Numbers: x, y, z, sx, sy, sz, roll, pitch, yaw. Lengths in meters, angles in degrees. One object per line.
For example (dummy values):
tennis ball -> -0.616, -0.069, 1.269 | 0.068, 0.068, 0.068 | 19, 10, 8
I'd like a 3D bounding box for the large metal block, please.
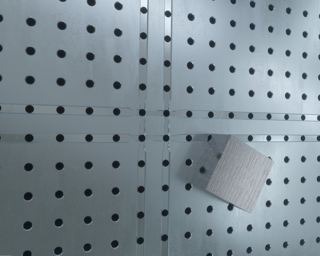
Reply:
large metal block -> 0.101, 0.063, 0.438 | 0.080, 0.050, 0.080 | 31, 80, -18
